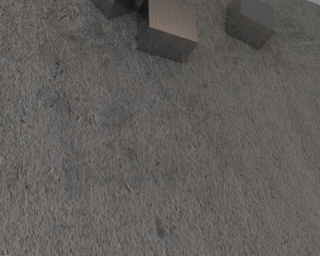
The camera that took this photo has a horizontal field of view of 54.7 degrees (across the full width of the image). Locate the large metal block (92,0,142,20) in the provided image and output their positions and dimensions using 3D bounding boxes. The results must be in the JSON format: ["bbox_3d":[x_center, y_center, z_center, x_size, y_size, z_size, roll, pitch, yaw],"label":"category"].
[{"bbox_3d":[-0.054,-0.222,0.475,0.081,0.080,0.050,-34,81,-38],"label":"large metal block"}]

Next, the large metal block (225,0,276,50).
[{"bbox_3d":[0.178,-0.214,0.614,0.080,0.050,0.080,21,54,-16],"label":"large metal block"}]

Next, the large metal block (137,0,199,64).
[{"bbox_3d":[0.010,-0.158,0.489,0.081,0.050,0.080,11,57,-22],"label":"large metal block"}]
